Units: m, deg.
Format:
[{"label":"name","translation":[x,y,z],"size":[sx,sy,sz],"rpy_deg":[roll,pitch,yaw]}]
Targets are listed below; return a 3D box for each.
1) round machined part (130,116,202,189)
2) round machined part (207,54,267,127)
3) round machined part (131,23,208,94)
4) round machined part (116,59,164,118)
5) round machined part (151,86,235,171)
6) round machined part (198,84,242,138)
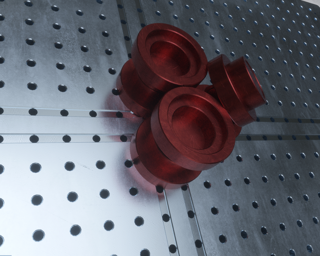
[{"label":"round machined part","translation":[0.015,0.024,0.391],"size":[0.099,0.042,0.098],"rpy_deg":[13,56,-21]},{"label":"round machined part","translation":[0.105,-0.054,0.405],"size":[0.098,0.042,0.098],"rpy_deg":[45,30,-35]},{"label":"round machined part","translation":[0.009,-0.083,0.398],"size":[0.099,0.042,0.098],"rpy_deg":[13,56,-21]},{"label":"round machined part","translation":[-0.008,-0.063,0.432],"size":[0.099,0.042,0.098],"rpy_deg":[13,56,-21]},{"label":"round machined part","translation":[0.034,0.004,0.358],"size":[0.099,0.042,0.098],"rpy_deg":[13,56,-21]},{"label":"round machined part","translation":[0.081,-0.025,0.456],"size":[0.099,0.042,0.098],"rpy_deg":[13,56,-21]}]
